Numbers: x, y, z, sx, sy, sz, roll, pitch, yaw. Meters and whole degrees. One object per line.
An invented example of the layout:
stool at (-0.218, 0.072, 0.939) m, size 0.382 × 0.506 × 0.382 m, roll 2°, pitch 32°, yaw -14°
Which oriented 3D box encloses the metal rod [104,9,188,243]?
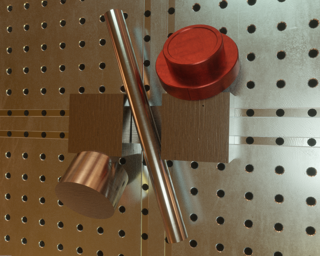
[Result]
metal rod at (-0.020, -0.007, 0.392) m, size 0.025 × 0.025 × 0.299 m, roll -18°, pitch 84°, yaw 19°

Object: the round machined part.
round machined part at (0.041, -0.083, 0.363) m, size 0.098 × 0.042 × 0.098 m, roll -9°, pitch 53°, yaw 12°

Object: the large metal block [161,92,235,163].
large metal block at (0.048, -0.001, 0.383) m, size 0.080 × 0.050 × 0.079 m, roll 1°, pitch 90°, yaw 20°

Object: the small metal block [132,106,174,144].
small metal block at (-0.009, -0.004, 0.416) m, size 0.050 × 0.025 × 0.050 m, roll 1°, pitch 90°, yaw 20°

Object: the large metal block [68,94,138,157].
large metal block at (-0.076, -0.005, 0.427) m, size 0.080 × 0.050 × 0.079 m, roll 2°, pitch 91°, yaw 20°

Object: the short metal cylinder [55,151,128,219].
short metal cylinder at (-0.088, 0.076, 0.408) m, size 0.080 × 0.050 × 0.080 m, roll 11°, pitch 136°, yaw 11°
